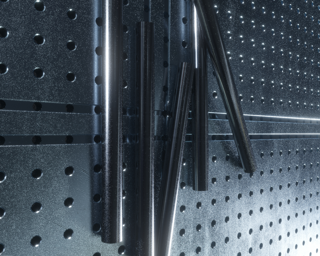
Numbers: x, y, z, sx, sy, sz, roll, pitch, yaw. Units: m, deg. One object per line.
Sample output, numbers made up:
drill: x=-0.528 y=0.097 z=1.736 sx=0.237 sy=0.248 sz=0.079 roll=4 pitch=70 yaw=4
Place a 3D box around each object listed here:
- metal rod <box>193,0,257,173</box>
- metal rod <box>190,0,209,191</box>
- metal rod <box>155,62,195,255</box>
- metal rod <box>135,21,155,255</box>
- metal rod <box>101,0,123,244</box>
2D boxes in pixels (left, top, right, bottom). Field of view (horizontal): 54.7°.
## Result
metal rod: x=0.108 y=-0.052 z=0.481 sx=0.025 sy=0.025 sz=0.299 roll=-41 pitch=121 yaw=-33
metal rod: x=0.059 y=-0.057 z=0.460 sx=0.025 sy=0.025 sz=0.298 roll=-2 pitch=91 yaw=-40
metal rod: x=0.017 y=0.057 z=0.425 sx=0.025 sy=0.025 sz=0.298 roll=14 pitch=81 yaw=-40
metal rod: x=-0.019 y=0.018 z=0.394 sx=0.025 sy=0.025 sz=0.298 roll=0 pitch=90 yaw=-40
metal rod: x=-0.056 y=-0.018 z=0.363 sx=0.025 sy=0.025 sz=0.298 roll=0 pitch=90 yaw=-40
